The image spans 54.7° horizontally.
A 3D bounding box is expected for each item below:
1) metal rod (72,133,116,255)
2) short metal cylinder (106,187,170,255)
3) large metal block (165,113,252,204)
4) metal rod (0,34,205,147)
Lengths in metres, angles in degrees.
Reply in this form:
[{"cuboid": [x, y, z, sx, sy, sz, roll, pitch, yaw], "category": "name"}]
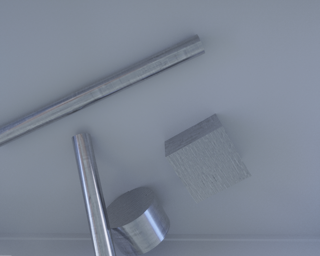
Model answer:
[{"cuboid": [-0.068, 0.150, 0.378, 0.025, 0.025, 0.299, -17, 75, 6], "category": "metal rod"}, {"cuboid": [-0.033, 0.127, 0.429, 0.080, 0.080, 0.050, -24, 109, 8], "category": "short metal cylinder"}, {"cuboid": [0.062, 0.040, 0.414, 0.080, 0.050, 0.080, -30, 108, 10], "category": "large metal block"}, {"cuboid": [-0.087, -0.043, 0.394, 0.301, 0.025, 0.025, -23, 109, 8], "category": "metal rod"}]
